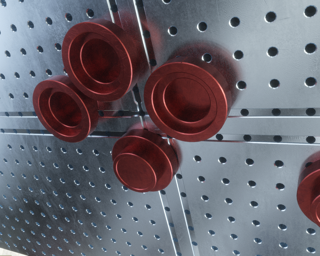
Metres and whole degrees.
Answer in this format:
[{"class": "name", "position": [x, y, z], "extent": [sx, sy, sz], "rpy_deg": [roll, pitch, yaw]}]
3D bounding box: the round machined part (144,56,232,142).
[{"class": "round machined part", "position": [0.034, -0.036, 0.359], "extent": [0.098, 0.042, 0.097], "rpy_deg": [13, 124, 20]}]

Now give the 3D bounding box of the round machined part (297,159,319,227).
[{"class": "round machined part", "position": [0.205, 0.082, 0.343], "extent": [0.098, 0.042, 0.097], "rpy_deg": [13, 124, 20]}]

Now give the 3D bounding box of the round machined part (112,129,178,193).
[{"class": "round machined part", "position": [-0.028, 0.054, 0.447], "extent": [0.098, 0.042, 0.097], "rpy_deg": [13, 124, 20]}]

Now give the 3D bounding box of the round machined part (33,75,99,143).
[{"class": "round machined part", "position": [-0.130, -0.031, 0.448], "extent": [0.098, 0.042, 0.097], "rpy_deg": [13, 124, 20]}]

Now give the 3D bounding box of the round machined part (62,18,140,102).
[{"class": "round machined part", "position": [-0.068, -0.085, 0.382], "extent": [0.098, 0.042, 0.097], "rpy_deg": [13, 124, 20]}]
